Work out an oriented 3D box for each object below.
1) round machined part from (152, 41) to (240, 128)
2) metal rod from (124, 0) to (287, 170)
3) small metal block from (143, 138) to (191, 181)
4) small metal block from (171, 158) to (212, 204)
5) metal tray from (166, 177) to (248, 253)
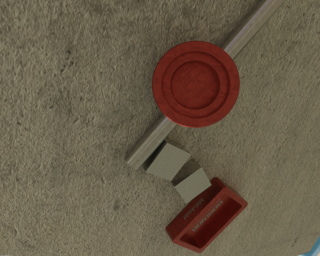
[{"bbox_3d":[0.041,-0.051,0.368,0.099,0.042,0.097,0,96,3],"label":"round machined part"},{"bbox_3d":[0.059,-0.065,0.400,0.299,0.025,0.025,-49,129,6],"label":"metal rod"},{"bbox_3d":[0.007,0.042,0.439,0.050,0.025,0.050,28,103,-38],"label":"small metal block"},{"bbox_3d":[0.047,0.083,0.486,0.050,0.025,0.050,-35,129,-5],"label":"small metal block"},{"bbox_3d":[0.084,0.157,0.549,0.130,0.030,0.090,-48,130,5],"label":"metal tray"}]
